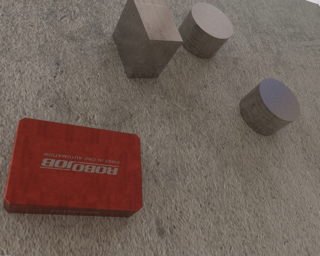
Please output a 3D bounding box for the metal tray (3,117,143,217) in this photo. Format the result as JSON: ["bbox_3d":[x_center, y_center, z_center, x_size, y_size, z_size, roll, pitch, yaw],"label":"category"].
[{"bbox_3d":[-0.086,0.044,0.328,0.131,0.030,0.090,9,58,-23],"label":"metal tray"}]

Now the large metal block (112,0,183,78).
[{"bbox_3d":[-0.021,-0.126,0.434,0.050,0.080,0.080,-7,65,-31],"label":"large metal block"}]

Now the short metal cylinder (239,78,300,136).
[{"bbox_3d":[0.178,-0.034,0.504,0.081,0.050,0.080,14,56,-21],"label":"short metal cylinder"}]

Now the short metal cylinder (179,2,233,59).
[{"bbox_3d":[0.077,-0.167,0.531,0.081,0.050,0.080,14,56,-21],"label":"short metal cylinder"}]
